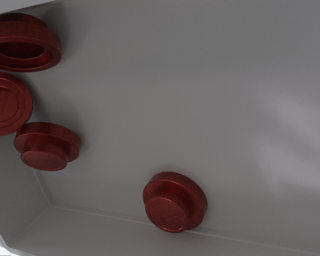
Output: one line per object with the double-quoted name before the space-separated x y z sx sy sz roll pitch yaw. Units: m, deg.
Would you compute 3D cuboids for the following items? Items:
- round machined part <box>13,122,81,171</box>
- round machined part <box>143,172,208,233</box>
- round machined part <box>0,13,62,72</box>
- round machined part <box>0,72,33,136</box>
"round machined part" -0.176 0.034 0.482 0.099 0.042 0.098 1 147 1
"round machined part" 0.017 0.117 0.461 0.098 0.042 0.097 13 124 21
"round machined part" -0.180 -0.111 0.400 0.098 0.099 0.042 -17 75 35
"round machined part" -0.251 -0.036 0.483 0.098 0.098 0.042 52 161 -9
